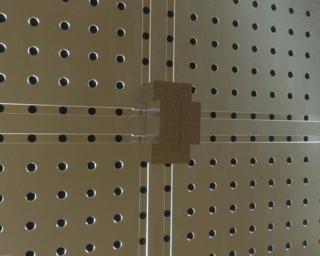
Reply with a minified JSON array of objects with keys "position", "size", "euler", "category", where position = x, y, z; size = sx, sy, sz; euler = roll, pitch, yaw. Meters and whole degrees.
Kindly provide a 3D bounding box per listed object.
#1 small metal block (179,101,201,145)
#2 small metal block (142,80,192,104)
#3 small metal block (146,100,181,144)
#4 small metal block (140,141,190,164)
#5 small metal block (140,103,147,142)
[{"position":[0.027,-0.006,0.382],"size":[0.025,0.050,0.050],"euler":[2,89,-19],"category":"small metal block"},{"position":[0.008,-0.044,0.401],"size":[0.050,0.050,0.025],"euler":[2,90,-20],"category":"small metal block"},{"position":[0.003,-0.007,0.373],"size":[0.025,0.050,0.050],"euler":[2,90,-20],"category":"small metal block"},{"position":[0.005,0.031,0.401],"size":[0.050,0.050,0.025],"euler":[2,90,-20],"category":"small metal block"},{"position":[0.002,-0.007,0.412],"size":[0.050,0.025,0.050],"euler":[2,90,-19],"category":"small metal block"}]
